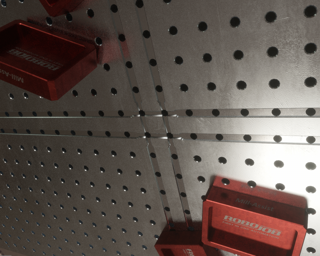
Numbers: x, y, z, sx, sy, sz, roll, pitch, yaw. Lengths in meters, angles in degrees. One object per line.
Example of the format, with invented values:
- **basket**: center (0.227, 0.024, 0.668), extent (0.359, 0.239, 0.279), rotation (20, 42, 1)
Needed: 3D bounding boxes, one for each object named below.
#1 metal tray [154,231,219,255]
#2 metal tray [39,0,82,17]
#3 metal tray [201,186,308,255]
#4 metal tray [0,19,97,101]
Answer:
- **metal tray**: center (0.058, 0.232, 0.519), extent (0.090, 0.030, 0.129), rotation (-14, 112, 33)
- **metal tray**: center (-0.126, -0.205, 0.345), extent (0.090, 0.030, 0.130), rotation (-24, 106, 36)
- **metal tray**: center (0.125, 0.138, 0.426), extent (0.130, 0.030, 0.089), rotation (11, 123, 22)
- **metal tray**: center (-0.158, -0.090, 0.392), extent (0.130, 0.090, 0.030), rotation (22, 137, 14)
